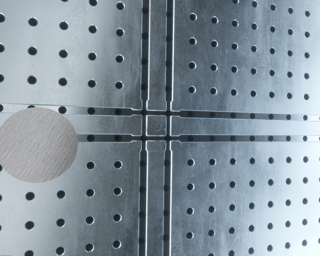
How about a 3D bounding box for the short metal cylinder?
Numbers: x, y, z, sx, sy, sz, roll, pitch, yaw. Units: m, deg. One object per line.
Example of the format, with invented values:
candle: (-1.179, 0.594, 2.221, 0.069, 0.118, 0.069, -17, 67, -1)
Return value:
short metal cylinder: (-0.137, 0.018, 0.349, 0.081, 0.050, 0.079, 0, 90, -20)
